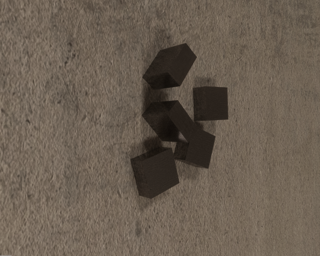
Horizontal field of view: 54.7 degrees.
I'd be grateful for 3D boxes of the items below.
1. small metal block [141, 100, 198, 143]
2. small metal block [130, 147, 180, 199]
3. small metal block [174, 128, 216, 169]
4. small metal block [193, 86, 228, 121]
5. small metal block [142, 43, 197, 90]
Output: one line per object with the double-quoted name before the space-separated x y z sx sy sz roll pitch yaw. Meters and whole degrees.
"small metal block" 0.013 -0.008 0.401 0.050 0.050 0.025 52 60 -28
"small metal block" -0.006 0.057 0.402 0.050 0.025 0.050 -21 104 -38
"small metal block" 0.050 0.028 0.450 0.050 0.025 0.050 24 75 -38
"small metal block" 0.078 -0.037 0.473 0.050 0.025 0.050 -4 93 -40
"small metal block" 0.012 -0.079 0.401 0.025 0.050 0.050 44 63 -32
